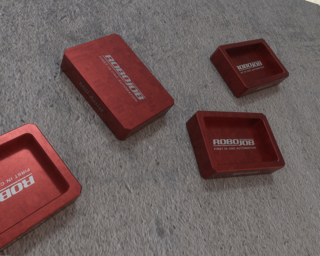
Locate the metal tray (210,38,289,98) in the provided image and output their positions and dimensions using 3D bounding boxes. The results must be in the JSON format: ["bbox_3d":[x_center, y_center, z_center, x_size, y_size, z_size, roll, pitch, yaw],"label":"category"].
[{"bbox_3d":[0.162,-0.110,0.554,0.131,0.030,0.090,-19,72,-35],"label":"metal tray"}]

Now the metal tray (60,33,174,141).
[{"bbox_3d":[-0.054,-0.058,0.406,0.091,0.030,0.130,-34,81,-38],"label":"metal tray"}]

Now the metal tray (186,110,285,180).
[{"bbox_3d":[0.109,0.022,0.445,0.131,0.030,0.090,0,62,-28],"label":"metal tray"}]

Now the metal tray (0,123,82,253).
[{"bbox_3d":[-0.151,0.061,0.281,0.131,0.030,0.090,-33,80,-38],"label":"metal tray"}]
